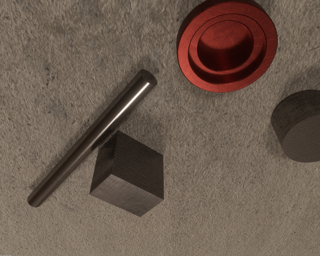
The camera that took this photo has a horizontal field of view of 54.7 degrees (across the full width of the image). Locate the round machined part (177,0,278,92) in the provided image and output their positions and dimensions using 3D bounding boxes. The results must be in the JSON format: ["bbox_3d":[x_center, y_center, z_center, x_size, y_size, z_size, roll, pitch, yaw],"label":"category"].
[{"bbox_3d":[0.066,-0.089,0.322,0.099,0.042,0.097,-1,130,0],"label":"round machined part"}]

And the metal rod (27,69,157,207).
[{"bbox_3d":[-0.108,0.030,0.430,0.025,0.025,0.299,32,123,-25],"label":"metal rod"}]

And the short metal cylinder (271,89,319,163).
[{"bbox_3d":[0.189,-0.002,0.392,0.081,0.050,0.079,0,130,0],"label":"short metal cylinder"}]

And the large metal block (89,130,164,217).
[{"bbox_3d":[-0.042,0.062,0.423,0.080,0.080,0.050,32,123,-25],"label":"large metal block"}]
